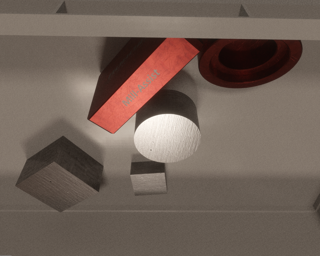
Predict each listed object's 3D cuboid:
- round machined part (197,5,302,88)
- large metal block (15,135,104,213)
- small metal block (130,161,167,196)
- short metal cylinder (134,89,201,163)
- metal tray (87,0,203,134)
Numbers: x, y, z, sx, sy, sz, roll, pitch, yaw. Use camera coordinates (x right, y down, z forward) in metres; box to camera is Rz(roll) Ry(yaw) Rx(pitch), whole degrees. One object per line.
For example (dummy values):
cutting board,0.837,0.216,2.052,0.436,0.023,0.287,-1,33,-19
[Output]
round machined part,0.087,-0.083,0.313,0.099,0.042,0.098,-1,156,0
large metal block,-0.143,0.069,0.449,0.080,0.050,0.080,-30,124,23
small metal block,-0.016,0.077,0.475,0.050,0.025,0.050,-4,130,3
short metal cylinder,0.009,-0.002,0.392,0.081,0.050,0.079,0,130,0
metal tray,-0.018,-0.064,0.311,0.030,0.090,0.130,34,122,-26
